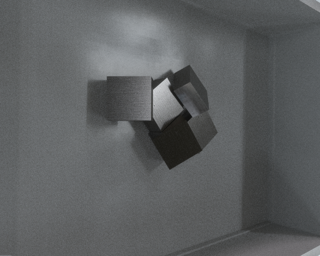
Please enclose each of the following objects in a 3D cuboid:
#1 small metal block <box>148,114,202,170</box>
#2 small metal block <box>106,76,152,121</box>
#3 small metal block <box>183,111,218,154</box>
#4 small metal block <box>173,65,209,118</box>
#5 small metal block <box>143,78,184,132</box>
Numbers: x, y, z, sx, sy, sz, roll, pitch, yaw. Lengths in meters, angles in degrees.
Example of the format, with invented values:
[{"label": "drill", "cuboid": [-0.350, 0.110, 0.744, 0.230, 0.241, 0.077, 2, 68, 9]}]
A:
[{"label": "small metal block", "cuboid": [0.020, 0.018, 0.408, 0.050, 0.025, 0.050, -31, 113, -3]}, {"label": "small metal block", "cuboid": [-0.034, -0.033, 0.360, 0.050, 0.025, 0.050, 0, 89, 3]}, {"label": "small metal block", "cuboid": [0.052, 0.001, 0.450, 0.050, 0.025, 0.050, -43, 117, -31]}, {"label": "small metal block", "cuboid": [0.043, -0.051, 0.428, 0.050, 0.025, 0.050, 51, 25, -28]}, {"label": "small metal block", "cuboid": [-0.002, -0.030, 0.404, 0.050, 0.025, 0.050, -45, 118, -31]}]
